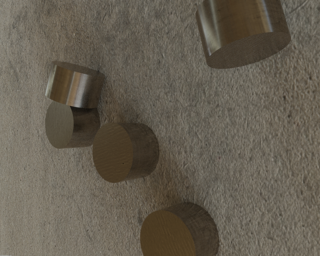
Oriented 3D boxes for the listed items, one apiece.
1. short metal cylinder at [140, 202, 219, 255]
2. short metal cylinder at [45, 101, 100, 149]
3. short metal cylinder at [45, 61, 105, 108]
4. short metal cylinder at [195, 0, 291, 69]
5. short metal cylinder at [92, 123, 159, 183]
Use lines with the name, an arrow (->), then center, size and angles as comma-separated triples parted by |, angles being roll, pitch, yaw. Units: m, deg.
short metal cylinder -> 0.023, 0.133, 0.370 | 0.080, 0.050, 0.080 | 0, 90, 40
short metal cylinder -> -0.144, -0.007, 0.508 | 0.080, 0.050, 0.080 | 0, 90, 40
short metal cylinder -> -0.130, -0.067, 0.477 | 0.080, 0.081, 0.050 | 28, 108, 36
short metal cylinder -> 0.080, -0.097, 0.303 | 0.080, 0.081, 0.050 | -19, 78, 38
short metal cylinder -> -0.048, 0.032, 0.428 | 0.080, 0.050, 0.080 | 0, 90, 40
